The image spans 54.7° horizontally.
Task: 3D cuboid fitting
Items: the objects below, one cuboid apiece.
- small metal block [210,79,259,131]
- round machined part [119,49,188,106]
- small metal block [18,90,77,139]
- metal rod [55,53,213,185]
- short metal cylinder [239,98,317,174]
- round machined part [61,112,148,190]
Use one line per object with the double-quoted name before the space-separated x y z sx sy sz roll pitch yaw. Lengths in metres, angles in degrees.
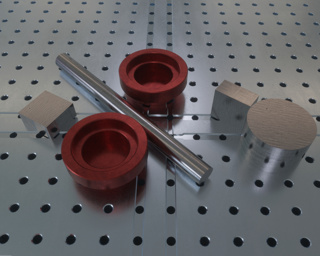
"small metal block" 0.099 -0.030 0.417 0.050 0.050 0.025 30 56 23
"round machined part" -0.009 -0.071 0.456 0.099 0.042 0.098 0 50 0
"small metal block" -0.152 -0.019 0.422 0.050 0.025 0.050 24 54 19
"metal rod" -0.051 -0.026 0.429 0.025 0.025 0.300 -37 59 -27
"short metal cylinder" 0.143 0.009 0.384 0.080 0.050 0.080 0 50 0
"round machined part" -0.063 0.030 0.370 0.099 0.042 0.098 0 50 0
